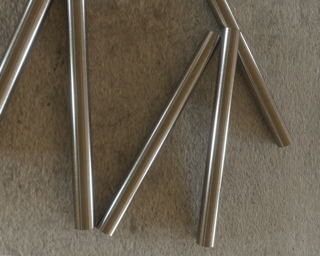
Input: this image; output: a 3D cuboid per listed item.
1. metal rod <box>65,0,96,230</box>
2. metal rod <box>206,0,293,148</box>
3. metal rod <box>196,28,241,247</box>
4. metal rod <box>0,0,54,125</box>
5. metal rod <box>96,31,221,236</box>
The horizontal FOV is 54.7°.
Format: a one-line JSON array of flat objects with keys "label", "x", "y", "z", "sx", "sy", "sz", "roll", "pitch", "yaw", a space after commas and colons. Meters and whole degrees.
[{"label": "metal rod", "x": -0.096, "y": -0.029, "z": 0.373, "sx": 0.025, "sy": 0.025, "sz": 0.298, "roll": -3, "pitch": 91, "yaw": -20}, {"label": "metal rod", "x": 0.123, "y": -0.104, "z": 0.455, "sx": 0.025, "sy": 0.025, "sz": 0.299, "roll": -33, "pitch": 101, "yaw": -17}, {"label": "metal rod", "x": 0.081, "y": 0.014, "z": 0.429, "sx": 0.025, "sy": 0.025, "sz": 0.298, "roll": 6, "pitch": 92, "yaw": -20}, {"label": "metal rod", "x": -0.149, "y": -0.116, "z": 0.354, "sx": 0.025, "sy": 0.025, "sz": 0.299, "roll": 23, "pitch": 82, "yaw": -19}, {"label": "metal rod", "x": 0.003, "y": -0.001, "z": 0.411, "sx": 0.025, "sy": 0.025, "sz": 0.300, "roll": 33, "pitch": 79, "yaw": -18}]
